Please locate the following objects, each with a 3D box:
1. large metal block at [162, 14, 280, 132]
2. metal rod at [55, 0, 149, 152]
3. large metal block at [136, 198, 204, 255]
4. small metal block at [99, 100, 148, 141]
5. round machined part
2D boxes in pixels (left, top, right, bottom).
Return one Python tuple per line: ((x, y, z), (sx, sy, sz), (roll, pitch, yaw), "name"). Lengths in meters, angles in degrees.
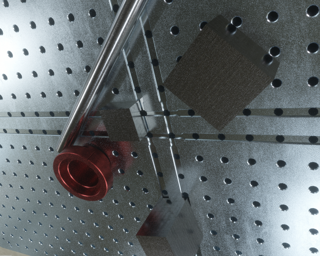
((0.063, -0.057, 0.326), (0.080, 0.050, 0.080), (40, 129, 1), "large metal block")
((-0.091, -0.058, 0.423), (0.025, 0.025, 0.298), (39, 129, 1), "metal rod")
((0.018, 0.163, 0.467), (0.050, 0.080, 0.080), (-9, 114, 32), "large metal block")
((-0.050, -0.009, 0.432), (0.050, 0.025, 0.050), (-1, 118, 29), "small metal block")
((-0.119, 0.068, 0.502), (0.098, 0.042, 0.097), (12, 125, 17), "round machined part")
